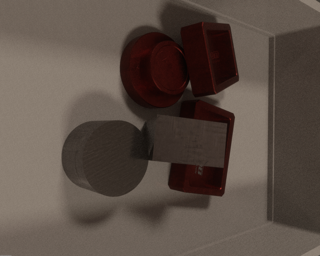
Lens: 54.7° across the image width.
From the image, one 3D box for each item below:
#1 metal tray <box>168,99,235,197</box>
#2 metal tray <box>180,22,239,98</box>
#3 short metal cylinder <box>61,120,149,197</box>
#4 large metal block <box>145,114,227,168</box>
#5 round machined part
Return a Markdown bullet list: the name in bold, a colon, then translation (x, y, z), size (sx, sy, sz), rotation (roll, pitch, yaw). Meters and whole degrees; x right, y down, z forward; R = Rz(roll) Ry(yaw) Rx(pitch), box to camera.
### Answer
- **metal tray**: translation (0.065, 0.032, 0.460), size (0.091, 0.030, 0.129), rotation (16, 80, -39)
- **metal tray**: translation (0.076, -0.100, 0.439), size (0.131, 0.030, 0.089), rotation (-31, 111, -59)
- **short metal cylinder**: translation (-0.060, 0.031, 0.342), size (0.081, 0.050, 0.079), rotation (0, 90, -40)
- **large metal block**: translation (0.026, 0.018, 0.375), size (0.081, 0.080, 0.050), rotation (7, 84, -11)
- **round machined part**: translation (0.001, -0.075, 0.399), size (0.099, 0.042, 0.097), rotation (0, 90, -40)
